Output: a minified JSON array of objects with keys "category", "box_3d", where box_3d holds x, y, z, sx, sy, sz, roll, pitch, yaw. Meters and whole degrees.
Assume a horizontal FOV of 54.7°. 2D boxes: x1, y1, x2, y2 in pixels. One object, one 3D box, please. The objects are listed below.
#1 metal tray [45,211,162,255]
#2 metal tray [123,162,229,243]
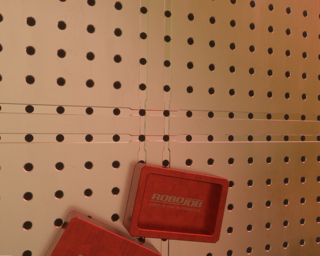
[{"category":"metal tray","box_3d":[-0.073,0.172,0.384,0.131,0.030,0.090,31,80,-18]},{"category":"metal tray","box_3d":[0.024,0.102,0.420,0.131,0.030,0.090,12,86,-20]}]
